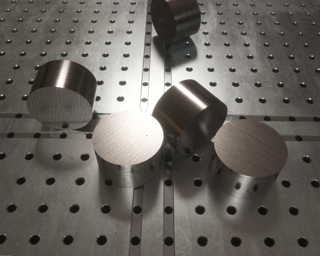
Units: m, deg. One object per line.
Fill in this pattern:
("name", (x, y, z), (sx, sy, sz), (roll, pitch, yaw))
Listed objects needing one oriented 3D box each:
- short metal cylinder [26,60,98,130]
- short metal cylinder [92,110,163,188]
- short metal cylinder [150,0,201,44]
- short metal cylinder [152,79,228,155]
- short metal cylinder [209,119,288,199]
("short metal cylinder", (-0.126, -0.042, 0.405), (0.081, 0.080, 0.050), (0, 50, -1))
("short metal cylinder", (-0.037, 0.024, 0.370), (0.081, 0.050, 0.080), (0, 50, 0))
("short metal cylinder", (0.026, -0.193, 0.534), (0.050, 0.080, 0.080), (-26, 55, -20))
("short metal cylinder", (0.036, -0.013, 0.383), (0.081, 0.080, 0.050), (-30, 57, -23))
("short metal cylinder", (0.100, 0.036, 0.363), (0.081, 0.050, 0.080), (0, 50, 0))
